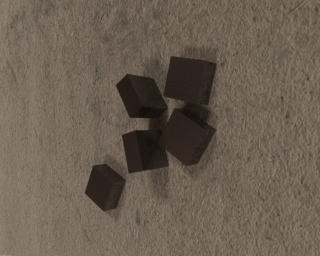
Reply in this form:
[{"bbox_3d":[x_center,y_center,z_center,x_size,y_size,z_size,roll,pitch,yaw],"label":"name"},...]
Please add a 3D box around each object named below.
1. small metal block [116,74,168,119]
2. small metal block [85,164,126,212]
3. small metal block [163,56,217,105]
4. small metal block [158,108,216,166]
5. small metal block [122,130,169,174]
[{"bbox_3d":[-0.023,-0.041,0.406,0.025,0.050,0.050,-38,67,33],"label":"small metal block"},{"bbox_3d":[-0.084,0.090,0.472,0.050,0.025,0.050,31,109,35],"label":"small metal block"},{"bbox_3d":[0.035,-0.057,0.374,0.050,0.025,0.050,17,101,38],"label":"small metal block"},{"bbox_3d":[0.032,0.010,0.377,0.050,0.025,0.050,38,113,33],"label":"small metal block"},{"bbox_3d":[-0.018,0.030,0.402,0.025,0.050,0.050,-18,79,38],"label":"small metal block"}]
